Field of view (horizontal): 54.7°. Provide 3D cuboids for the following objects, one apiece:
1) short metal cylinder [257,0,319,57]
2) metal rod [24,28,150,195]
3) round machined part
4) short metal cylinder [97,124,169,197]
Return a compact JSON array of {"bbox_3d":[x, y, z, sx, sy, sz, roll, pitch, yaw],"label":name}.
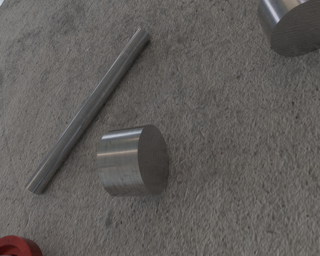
[{"bbox_3d":[0.162,-0.131,0.364,0.080,0.080,0.050,-20,54,16],"label":"short metal cylinder"},{"bbox_3d":[-0.105,-0.033,0.479,0.025,0.025,0.300,23,74,36],"label":"metal rod"},{"bbox_3d":[-0.178,0.184,0.374,0.098,0.042,0.098,-13,56,21],"label":"round machined part"},{"bbox_3d":[-0.028,0.039,0.360,0.050,0.080,0.080,-9,58,24],"label":"short metal cylinder"}]
